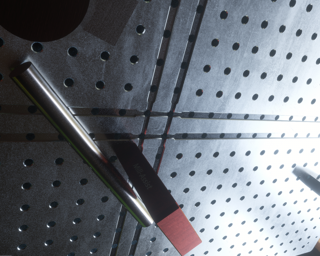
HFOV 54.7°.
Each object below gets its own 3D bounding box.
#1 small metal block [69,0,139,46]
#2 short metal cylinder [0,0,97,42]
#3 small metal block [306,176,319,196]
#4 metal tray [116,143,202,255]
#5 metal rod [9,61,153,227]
[{"bbox_3d":[-0.058,-0.117,0.307,0.050,0.025,0.050,21,107,-36],"label":"small metal block"},{"bbox_3d":[-0.095,-0.113,0.255,0.081,0.050,0.079,-2,109,-5],"label":"short metal cylinder"},{"bbox_3d":[0.358,0.132,0.672,0.050,0.050,0.025,11,113,-33],"label":"small metal block"},{"bbox_3d":[-0.004,0.087,0.395,0.030,0.130,0.090,-34,129,-6],"label":"metal tray"},{"bbox_3d":[-0.078,0.044,0.395,0.025,0.025,0.299,-34,129,-6],"label":"metal rod"}]
